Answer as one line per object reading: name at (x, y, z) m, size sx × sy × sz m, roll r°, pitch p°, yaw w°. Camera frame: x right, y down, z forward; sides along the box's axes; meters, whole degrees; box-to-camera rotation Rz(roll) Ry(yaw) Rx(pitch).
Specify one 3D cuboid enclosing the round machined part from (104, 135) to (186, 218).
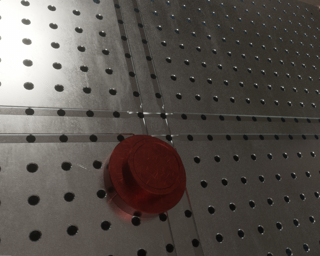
round machined part at (-0.012, 0.051, 0.361) m, size 0.099 × 0.042 × 0.098 m, roll 14°, pitch 56°, yaw -21°
